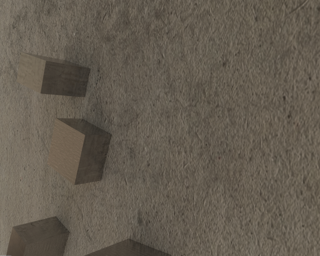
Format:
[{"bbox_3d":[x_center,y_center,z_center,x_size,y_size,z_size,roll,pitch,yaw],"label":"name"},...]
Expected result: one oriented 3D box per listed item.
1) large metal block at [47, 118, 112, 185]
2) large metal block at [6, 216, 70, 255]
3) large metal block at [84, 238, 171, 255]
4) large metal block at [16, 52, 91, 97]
[{"bbox_3d":[-0.131,0.035,0.497,0.080,0.050,0.079,24,105,37],"label":"large metal block"},{"bbox_3d":[-0.218,0.213,0.549,0.050,0.081,0.079,30,109,36],"label":"large metal block"},{"bbox_3d":[-0.042,0.191,0.404,0.080,0.081,0.050,3,92,40],"label":"large metal block"},{"bbox_3d":[-0.177,-0.088,0.516,0.080,0.081,0.050,23,105,37],"label":"large metal block"}]
